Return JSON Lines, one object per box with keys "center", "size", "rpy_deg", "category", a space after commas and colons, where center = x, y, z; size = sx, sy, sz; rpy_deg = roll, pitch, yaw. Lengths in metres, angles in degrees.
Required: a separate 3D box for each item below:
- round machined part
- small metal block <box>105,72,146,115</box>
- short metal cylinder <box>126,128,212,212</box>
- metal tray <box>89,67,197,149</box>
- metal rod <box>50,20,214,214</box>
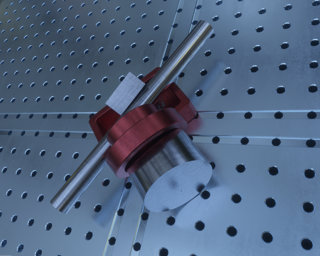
{"center": [-0.020, 0.010, 0.351], "size": [0.098, 0.098, 0.042], "rpy_deg": [-39, 73, 1], "category": "round machined part"}
{"center": [-0.042, -0.044, 0.412], "size": [0.025, 0.050, 0.050], "rpy_deg": [38, 93, 1], "category": "small metal block"}
{"center": [0.009, 0.046, 0.337], "size": [0.080, 0.080, 0.050], "rpy_deg": [-37, 51, 3], "category": "short metal cylinder"}
{"center": [-0.027, -0.015, 0.426], "size": [0.130, 0.030, 0.090], "rpy_deg": [-37, 51, 3], "category": "metal tray"}
{"center": [-0.030, -0.021, 0.396], "size": [0.025, 0.025, 0.300], "rpy_deg": [32, 79, 37], "category": "metal rod"}
